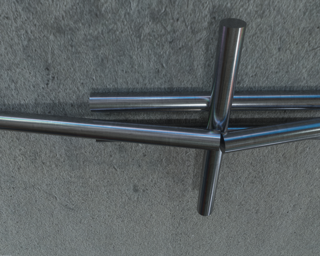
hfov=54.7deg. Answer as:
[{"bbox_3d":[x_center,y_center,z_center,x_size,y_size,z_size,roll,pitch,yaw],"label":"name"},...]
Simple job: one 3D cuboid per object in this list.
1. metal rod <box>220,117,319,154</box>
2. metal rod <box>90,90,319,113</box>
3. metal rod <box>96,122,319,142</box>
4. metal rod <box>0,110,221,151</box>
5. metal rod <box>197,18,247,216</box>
[{"bbox_3d":[0.220,-0.005,0.375,0.302,0.025,0.025,-9,131,-6],"label":"metal rod"},{"bbox_3d":[0.067,-0.033,0.381,0.302,0.025,0.025,-1,130,0],"label":"metal rod"},{"bbox_3d":[0.067,0.005,0.413,0.302,0.025,0.025,-1,130,0],"label":"metal rod"},{"bbox_3d":[-0.080,0.001,0.375,0.302,0.025,0.025,5,131,7],"label":"metal rod"},{"bbox_3d":[0.070,0.014,0.389,0.025,0.025,0.298,0,130,0],"label":"metal rod"}]
